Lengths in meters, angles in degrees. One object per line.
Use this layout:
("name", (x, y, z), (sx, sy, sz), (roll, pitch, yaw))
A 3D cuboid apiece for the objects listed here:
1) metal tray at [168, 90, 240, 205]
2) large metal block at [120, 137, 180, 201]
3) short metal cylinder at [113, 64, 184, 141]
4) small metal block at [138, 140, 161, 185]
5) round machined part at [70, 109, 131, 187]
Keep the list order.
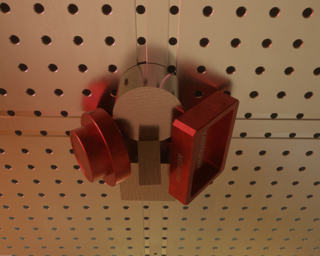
("metal tray", (0.054, 0.027, 0.394), (0.030, 0.091, 0.129), (32, 139, 31))
("large metal block", (-0.015, 0.060, 0.446), (0.081, 0.050, 0.079), (2, 130, -2))
("short metal cylinder", (-0.013, -0.029, 0.369), (0.081, 0.050, 0.079), (0, 130, 0))
("small metal block", (-0.013, 0.043, 0.376), (0.025, 0.050, 0.050), (-2, 172, -2))
("round machined part", (-0.078, 0.028, 0.381), (0.042, 0.098, 0.097), (-22, 136, -26))
